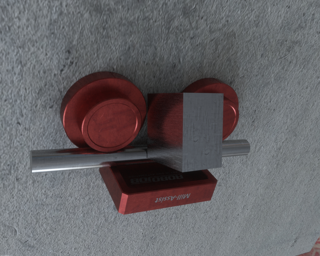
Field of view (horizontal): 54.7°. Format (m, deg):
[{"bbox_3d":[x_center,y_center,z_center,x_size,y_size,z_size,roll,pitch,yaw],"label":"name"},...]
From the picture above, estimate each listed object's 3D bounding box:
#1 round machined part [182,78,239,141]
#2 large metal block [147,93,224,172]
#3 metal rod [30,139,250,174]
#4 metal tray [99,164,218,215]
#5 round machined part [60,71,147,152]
[{"bbox_3d":[0.069,-0.016,0.426,0.099,0.042,0.097,-14,125,-21],"label":"round machined part"},{"bbox_3d":[0.026,0.000,0.354,0.050,0.080,0.079,-2,96,-28],"label":"large metal block"},{"bbox_3d":[-0.004,0.033,0.401,0.303,0.025,0.025,-1,119,-28],"label":"metal rod"},{"bbox_3d":[-0.003,0.062,0.404,0.131,0.090,0.030,-1,119,-28],"label":"metal tray"},{"bbox_3d":[-0.060,-0.012,0.356,0.099,0.042,0.097,-14,125,-21],"label":"round machined part"}]
